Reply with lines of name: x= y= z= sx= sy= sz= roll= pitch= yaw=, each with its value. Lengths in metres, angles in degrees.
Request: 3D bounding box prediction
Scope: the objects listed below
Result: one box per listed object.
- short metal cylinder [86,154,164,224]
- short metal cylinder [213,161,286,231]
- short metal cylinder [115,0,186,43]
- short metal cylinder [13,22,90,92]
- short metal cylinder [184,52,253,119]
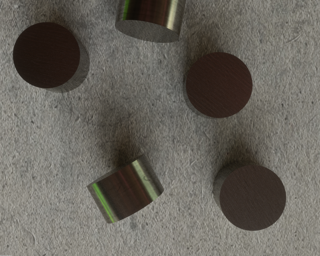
short metal cylinder: x=-0.042 y=0.073 z=0.382 sx=0.080 sy=0.080 sz=0.050 roll=-29 pitch=90 yaw=0
short metal cylinder: x=0.112 y=0.084 z=0.398 sx=0.081 sy=0.050 sz=0.080 roll=0 pitch=90 yaw=0
short metal cylinder: x=-0.011 y=-0.142 z=0.382 sx=0.080 sy=0.080 sz=0.050 roll=10 pitch=90 yaw=0
short metal cylinder: x=-0.136 y=-0.087 z=0.396 sx=0.081 sy=0.050 sz=0.080 roll=0 pitch=90 yaw=0
short metal cylinder: x=0.071 y=-0.052 z=0.398 sx=0.081 sy=0.050 sz=0.080 roll=0 pitch=90 yaw=0
